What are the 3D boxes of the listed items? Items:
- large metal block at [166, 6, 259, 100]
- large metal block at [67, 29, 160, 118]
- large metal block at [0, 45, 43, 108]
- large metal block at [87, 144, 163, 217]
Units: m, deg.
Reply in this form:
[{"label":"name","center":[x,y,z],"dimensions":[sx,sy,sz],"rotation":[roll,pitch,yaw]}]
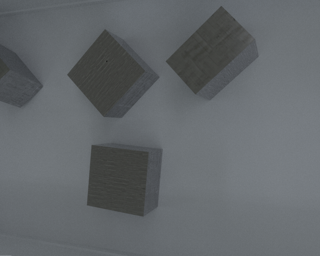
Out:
[{"label":"large metal block","center":[0.064,-0.080,0.359],"dimensions":[0.080,0.080,0.050],"rotation":[-43,77,15]},{"label":"large metal block","center":[-0.062,-0.070,0.419],"dimensions":[0.080,0.050,0.080],"rotation":[-46,76,14]},{"label":"large metal block","center":[-0.236,-0.083,0.460],"dimensions":[0.050,0.080,0.080],"rotation":[-43,77,2]},{"label":"large metal block","center":[-0.046,0.065,0.413],"dimensions":[0.080,0.050,0.079],"rotation":[5,92,20]}]
